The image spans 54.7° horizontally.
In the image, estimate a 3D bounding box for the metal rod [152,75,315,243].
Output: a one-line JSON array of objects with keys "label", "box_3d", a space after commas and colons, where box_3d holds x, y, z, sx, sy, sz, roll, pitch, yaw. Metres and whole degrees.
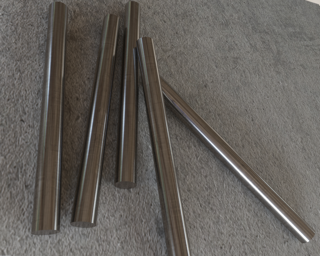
[{"label": "metal rod", "box_3d": [0.096, 0.040, 0.430, 0.300, 0.025, 0.025, 46, 51, 3]}]

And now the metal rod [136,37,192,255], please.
[{"label": "metal rod", "box_3d": [0.001, 0.017, 0.379, 0.025, 0.025, 0.299, 3, 65, -27]}]

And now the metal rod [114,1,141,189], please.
[{"label": "metal rod", "box_3d": [-0.041, -0.065, 0.420, 0.025, 0.025, 0.299, 12, 56, -22]}]

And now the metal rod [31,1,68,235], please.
[{"label": "metal rod", "box_3d": [-0.123, -0.034, 0.357, 0.025, 0.025, 0.299, 7, 59, -25]}]

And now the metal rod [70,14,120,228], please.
[{"label": "metal rod", "box_3d": [-0.074, -0.032, 0.383, 0.025, 0.025, 0.299, 14, 56, -21]}]
